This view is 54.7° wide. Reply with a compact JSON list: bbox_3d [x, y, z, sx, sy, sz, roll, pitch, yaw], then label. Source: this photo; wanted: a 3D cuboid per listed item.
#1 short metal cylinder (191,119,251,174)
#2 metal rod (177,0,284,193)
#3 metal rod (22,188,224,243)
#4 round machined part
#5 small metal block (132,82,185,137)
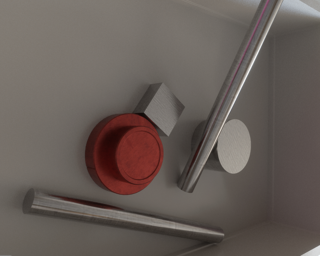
[{"bbox_3d":[0.094,0.027,0.472,0.081,0.050,0.079,0,90,-40],"label":"short metal cylinder"},{"bbox_3d":[0.092,-0.048,0.409,0.025,0.025,0.298,12,106,-40],"label":"metal rod"},{"bbox_3d":[-0.019,0.119,0.393,0.302,0.025,0.025,24,75,-38],"label":"metal rod"},{"bbox_3d":[-0.035,0.031,0.368,0.099,0.042,0.097,0,90,-40],"label":"round machined part"},{"bbox_3d":[-0.001,-0.024,0.408,0.050,0.025,0.050,45,63,-31],"label":"small metal block"}]
